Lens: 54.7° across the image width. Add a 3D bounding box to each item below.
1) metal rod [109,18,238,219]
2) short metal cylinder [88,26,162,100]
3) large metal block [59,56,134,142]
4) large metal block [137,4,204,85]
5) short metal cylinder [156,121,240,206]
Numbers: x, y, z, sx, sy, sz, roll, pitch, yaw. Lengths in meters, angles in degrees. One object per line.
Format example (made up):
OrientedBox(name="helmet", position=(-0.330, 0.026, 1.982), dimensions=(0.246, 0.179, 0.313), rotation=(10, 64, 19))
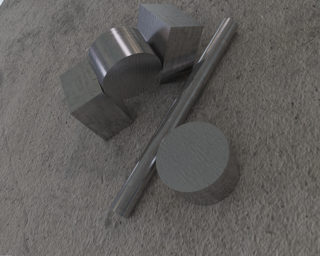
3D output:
OrientedBox(name="metal rod", position=(0.025, -0.023, 0.404), dimensions=(0.025, 0.025, 0.300), rotation=(20, 72, 35))
OrientedBox(name="short metal cylinder", position=(-0.045, -0.082, 0.399), dimensions=(0.080, 0.080, 0.050), rotation=(-33, 63, 6))
OrientedBox(name="large metal block", position=(-0.090, -0.040, 0.440), dimensions=(0.050, 0.080, 0.080), rotation=(-34, 51, 7))
OrientedBox(name="large metal block", position=(0.007, -0.117, 0.428), dimensions=(0.050, 0.079, 0.080), rotation=(-13, 44, -29))
OrientedBox(name="short metal cylinder", position=(0.043, 0.040, 0.341), dimensions=(0.080, 0.050, 0.080), rotation=(-13, 56, 21))
